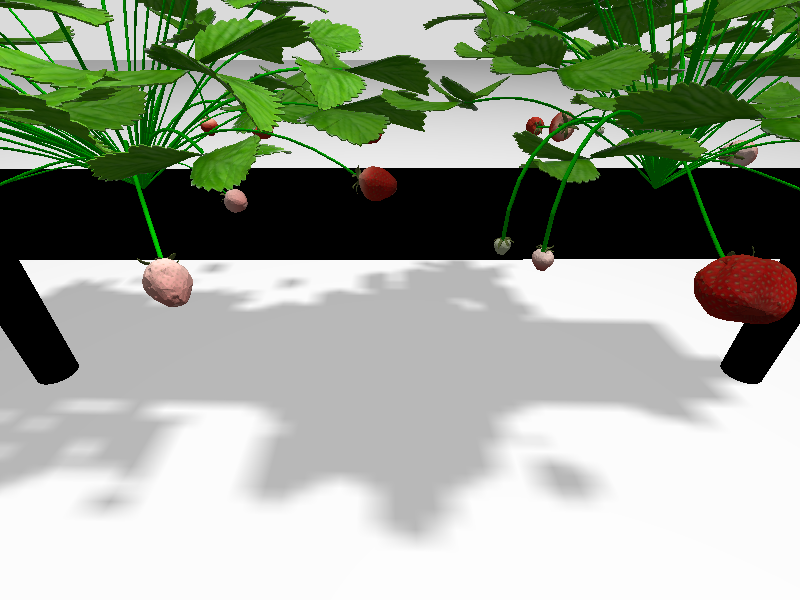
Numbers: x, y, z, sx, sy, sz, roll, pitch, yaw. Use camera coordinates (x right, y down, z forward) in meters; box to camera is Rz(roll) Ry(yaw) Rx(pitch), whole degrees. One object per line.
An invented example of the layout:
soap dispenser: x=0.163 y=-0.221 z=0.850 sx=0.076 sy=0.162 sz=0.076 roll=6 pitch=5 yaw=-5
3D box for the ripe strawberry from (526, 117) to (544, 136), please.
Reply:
ripe strawberry: x=0.186 y=-0.241 z=0.555 sx=0.024 sy=0.025 sz=0.026 roll=-5 pitch=32 yaw=-8

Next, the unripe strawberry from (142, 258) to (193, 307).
unripe strawberry: x=-0.108 y=-0.007 z=0.188 sx=0.020 sy=0.022 sz=0.023 roll=-19 pitch=-18 yaw=-27

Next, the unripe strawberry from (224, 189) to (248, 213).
unripe strawberry: x=-0.122 y=-0.074 z=0.299 sx=0.017 sy=0.017 sz=0.016 roll=28 pitch=40 yaw=16

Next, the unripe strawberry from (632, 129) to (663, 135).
unripe strawberry: x=0.292 y=-0.198 z=0.474 sx=0.032 sy=0.037 sz=0.035 roll=13 pitch=34 yaw=19

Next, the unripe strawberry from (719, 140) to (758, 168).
unripe strawberry: x=0.343 y=-0.148 z=0.404 sx=0.031 sy=0.026 sz=0.031 roll=-17 pitch=36 yaw=-26

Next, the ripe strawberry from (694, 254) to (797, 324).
ripe strawberry: x=0.148 y=-0.003 z=0.173 sx=0.035 sy=0.031 sz=0.032 roll=11 pitch=35 yaw=17

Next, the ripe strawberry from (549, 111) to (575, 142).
ripe strawberry: x=0.206 y=-0.221 z=0.512 sx=0.031 sy=0.035 sz=0.034 roll=-3 pitch=15 yaw=-5

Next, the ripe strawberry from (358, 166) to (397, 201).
ripe strawberry: x=-0.017 y=-0.092 z=0.316 sx=0.030 sy=0.026 sz=0.030 roll=13 pitch=34 yaw=3

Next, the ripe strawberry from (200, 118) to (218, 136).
ripe strawberry: x=-0.253 y=-0.229 z=0.532 sx=0.021 sy=0.021 sz=0.018 roll=-4 pitch=33 yaw=-6

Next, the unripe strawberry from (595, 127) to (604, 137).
unripe strawberry: x=0.257 y=-0.217 z=0.517 sx=0.011 sy=0.011 sz=0.010 roll=5 pitch=33 yaw=8

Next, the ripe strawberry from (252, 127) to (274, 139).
ripe strawberry: x=-0.184 y=-0.234 z=0.538 sx=0.032 sy=0.034 sz=0.035 roll=6 pitch=23 yaw=9

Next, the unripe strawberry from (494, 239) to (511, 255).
unripe strawberry: x=0.058 y=-0.031 z=0.229 sx=0.010 sy=0.010 sz=0.009 roll=-24 pitch=40 yaw=-33

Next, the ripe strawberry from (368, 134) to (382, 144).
ripe strawberry: x=-0.035 y=-0.208 z=0.497 sx=0.027 sy=0.030 sz=0.029 roll=30 pitch=-1 yaw=38
